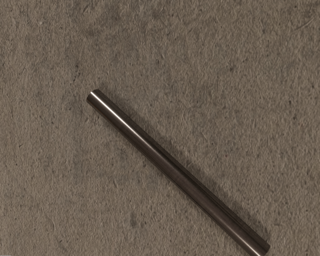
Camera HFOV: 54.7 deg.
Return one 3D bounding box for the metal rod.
[{"bbox_3d":[0.013,0.051,0.403,0.300,0.025,0.025,42,103,15],"label":"metal rod"}]
